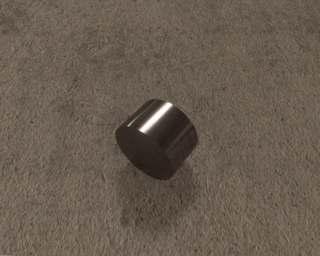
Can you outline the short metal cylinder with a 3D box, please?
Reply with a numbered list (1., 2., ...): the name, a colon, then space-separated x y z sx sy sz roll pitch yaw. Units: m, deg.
1. short metal cylinder: -0.004 0.014 0.356 0.080 0.080 0.050 29 56 22
